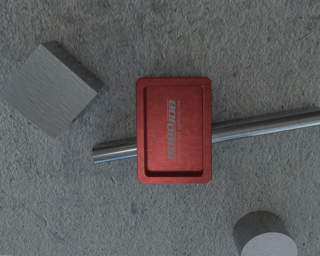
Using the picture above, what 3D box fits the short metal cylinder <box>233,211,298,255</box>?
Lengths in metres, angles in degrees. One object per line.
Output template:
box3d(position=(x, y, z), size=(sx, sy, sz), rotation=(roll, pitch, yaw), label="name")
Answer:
box3d(position=(0.155, 0.172, 0.462), size=(0.081, 0.050, 0.079), rotation=(0, 110, -1), label="short metal cylinder")

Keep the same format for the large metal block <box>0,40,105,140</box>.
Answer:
box3d(position=(-0.128, -0.047, 0.377), size=(0.080, 0.050, 0.080), rotation=(42, 104, -14), label="large metal block")

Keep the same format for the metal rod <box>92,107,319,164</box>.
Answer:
box3d(position=(0.060, 0.010, 0.414), size=(0.302, 0.025, 0.025), rotation=(-10, 110, 3), label="metal rod")

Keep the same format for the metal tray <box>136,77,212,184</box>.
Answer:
box3d(position=(0.017, 0.003, 0.387), size=(0.091, 0.030, 0.129), rotation=(-1, 94, 2), label="metal tray")
